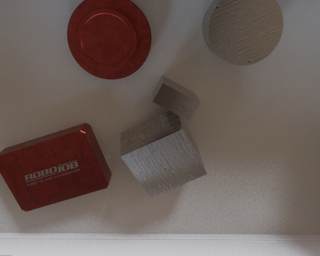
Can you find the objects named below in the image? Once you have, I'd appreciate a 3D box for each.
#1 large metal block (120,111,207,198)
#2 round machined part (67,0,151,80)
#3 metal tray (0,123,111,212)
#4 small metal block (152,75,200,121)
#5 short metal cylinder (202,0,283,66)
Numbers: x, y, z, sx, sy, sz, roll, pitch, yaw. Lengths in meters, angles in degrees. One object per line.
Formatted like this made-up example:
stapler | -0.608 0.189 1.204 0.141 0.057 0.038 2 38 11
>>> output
large metal block | 0.004 0.033 0.401 0.080 0.050 0.080 -25 123 8
round machined part | -0.059 -0.105 0.363 0.099 0.042 0.097 0 110 -1
metal tray | -0.144 0.055 0.427 0.131 0.030 0.090 -17 110 5
small metal block | 0.019 -0.038 0.384 0.050 0.050 0.025 27 107 -10
short metal cylinder | 0.092 -0.116 0.357 0.081 0.050 0.079 0 110 -1
